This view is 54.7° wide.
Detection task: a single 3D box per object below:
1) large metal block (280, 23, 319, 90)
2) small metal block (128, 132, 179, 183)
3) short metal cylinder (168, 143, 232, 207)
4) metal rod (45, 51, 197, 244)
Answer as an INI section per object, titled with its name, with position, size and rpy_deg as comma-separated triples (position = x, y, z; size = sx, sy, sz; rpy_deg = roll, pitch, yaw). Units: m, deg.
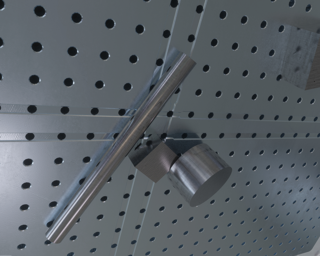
[large metal block]
position = 0.234, -0.108, 0.457
size = 0.081, 0.050, 0.079
rpy_deg = -13, 124, -22
[small metal block]
position = -0.007, 0.042, 0.434
size = 0.050, 0.025, 0.050
rpy_deg = -43, 130, 2
[short metal cylinder]
position = 0.058, 0.069, 0.454
size = 0.080, 0.050, 0.080
rpy_deg = -31, 148, -22
[metal rod]
position = -0.055, 0.031, 0.400
size = 0.025, 0.025, 0.299
rpy_deg = 30, 101, -38
